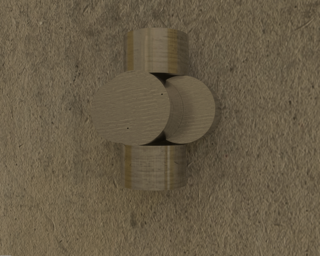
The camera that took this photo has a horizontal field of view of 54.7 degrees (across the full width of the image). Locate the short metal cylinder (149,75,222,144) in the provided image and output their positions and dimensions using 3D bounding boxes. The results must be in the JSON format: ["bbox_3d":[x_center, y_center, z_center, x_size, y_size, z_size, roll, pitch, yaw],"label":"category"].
[{"bbox_3d":[0.033,-0.022,0.385,0.080,0.050,0.079,0,90,19],"label":"short metal cylinder"}]

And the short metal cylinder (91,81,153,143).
[{"bbox_3d":[-0.043,-0.021,0.411,0.080,0.050,0.079,0,90,19],"label":"short metal cylinder"}]

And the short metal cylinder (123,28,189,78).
[{"bbox_3d":[-0.005,-0.086,0.382,0.080,0.080,0.050,0,90,19],"label":"short metal cylinder"}]

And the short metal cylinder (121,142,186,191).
[{"bbox_3d":[-0.008,0.044,0.383,0.080,0.080,0.050,0,90,19],"label":"short metal cylinder"}]

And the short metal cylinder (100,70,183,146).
[{"bbox_3d":[-0.019,-0.021,0.349,0.080,0.050,0.079,0,90,19],"label":"short metal cylinder"}]
